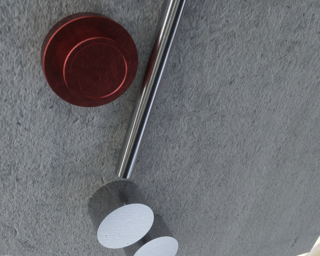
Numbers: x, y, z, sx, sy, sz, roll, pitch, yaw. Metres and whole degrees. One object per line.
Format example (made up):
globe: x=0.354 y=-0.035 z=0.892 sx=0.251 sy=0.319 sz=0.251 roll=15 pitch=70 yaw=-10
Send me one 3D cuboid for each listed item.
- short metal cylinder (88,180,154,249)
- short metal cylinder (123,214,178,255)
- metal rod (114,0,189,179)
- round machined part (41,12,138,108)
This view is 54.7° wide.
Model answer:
short metal cylinder: x=-0.056 y=0.121 z=0.437 sx=0.081 sy=0.050 sz=0.079 roll=-14 pitch=125 yaw=-21
short metal cylinder: x=-0.018 y=0.186 z=0.498 sx=0.081 sy=0.050 sz=0.079 roll=-14 pitch=125 yaw=-21
metal rod: x=-0.005 y=-0.070 z=0.362 sx=0.025 sy=0.025 sz=0.298 roll=4 pitch=116 yaw=-31
round machined part: x=-0.068 y=-0.065 z=0.319 sx=0.099 sy=0.042 sz=0.097 roll=-14 pitch=125 yaw=-21
